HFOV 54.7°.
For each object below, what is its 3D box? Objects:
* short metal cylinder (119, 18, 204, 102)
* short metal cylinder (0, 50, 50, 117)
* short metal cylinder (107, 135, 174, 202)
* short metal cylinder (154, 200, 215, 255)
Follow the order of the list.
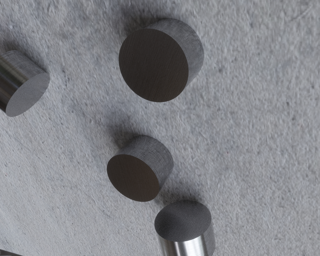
[{"bbox_3d":[0.002,-0.075,0.342,0.080,0.050,0.079,13,124,20],"label":"short metal cylinder"},{"bbox_3d":[-0.205,-0.062,0.438,0.050,0.080,0.080,40,129,1],"label":"short metal cylinder"},{"bbox_3d":[-0.027,0.057,0.439,0.080,0.050,0.079,13,124,20],"label":"short metal cylinder"},{"bbox_3d":[0.036,0.150,0.444,0.080,0.080,0.050,2,119,27],"label":"short metal cylinder"}]
